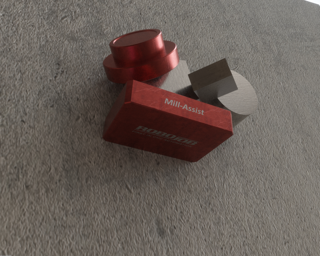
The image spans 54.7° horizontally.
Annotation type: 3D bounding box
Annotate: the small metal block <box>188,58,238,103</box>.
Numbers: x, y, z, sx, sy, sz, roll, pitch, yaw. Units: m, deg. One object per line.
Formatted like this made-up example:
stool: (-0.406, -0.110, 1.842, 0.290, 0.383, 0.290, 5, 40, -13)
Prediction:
small metal block: (0.070, -0.060, 0.405, 0.050, 0.050, 0.025, 33, 37, -64)

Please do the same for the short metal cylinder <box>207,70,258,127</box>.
short metal cylinder: (0.099, -0.042, 0.469, 0.081, 0.050, 0.080, 14, 56, -21)

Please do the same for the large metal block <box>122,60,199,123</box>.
large metal block: (0.000, -0.047, 0.419, 0.081, 0.050, 0.080, -2, 63, -29)

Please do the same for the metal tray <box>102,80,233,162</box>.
metal tray: (0.008, -0.002, 0.368, 0.131, 0.090, 0.030, 16, 56, -20)

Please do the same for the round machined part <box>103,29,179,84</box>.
round machined part: (-0.027, -0.098, 0.402, 0.099, 0.098, 0.042, -42, 131, -39)
